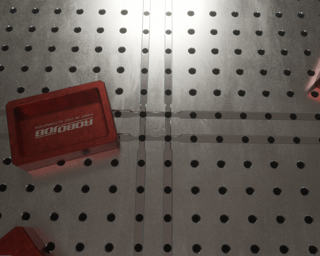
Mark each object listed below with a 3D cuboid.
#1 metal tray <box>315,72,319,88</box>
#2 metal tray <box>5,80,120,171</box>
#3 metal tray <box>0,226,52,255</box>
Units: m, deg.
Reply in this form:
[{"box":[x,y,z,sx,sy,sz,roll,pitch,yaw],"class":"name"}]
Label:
[{"box":[0.295,-0.099,0.449,0.090,0.030,0.130,28,72,9],"class":"metal tray"},{"box":[-0.127,-0.004,0.408,0.131,0.030,0.090,-14,71,-6],"class":"metal tray"},{"box":[-0.150,0.187,0.339,0.090,0.030,0.130,-40,75,-14],"class":"metal tray"}]
